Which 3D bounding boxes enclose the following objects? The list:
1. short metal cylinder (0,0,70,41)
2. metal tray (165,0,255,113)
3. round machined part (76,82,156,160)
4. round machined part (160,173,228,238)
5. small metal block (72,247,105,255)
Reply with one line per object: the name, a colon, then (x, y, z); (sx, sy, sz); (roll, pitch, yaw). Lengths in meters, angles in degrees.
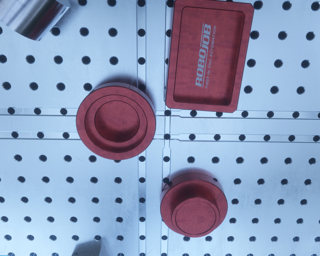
short metal cylinder: (-0.145, -0.140, 0.330); (0.080, 0.080, 0.050); (42, 105, -14)
metal tray: (0.056, -0.087, 0.379); (0.091, 0.030, 0.129); (4, 110, -2)
round machined part: (-0.054, -0.011, 0.399); (0.099, 0.042, 0.097); (0, 110, -1)
round machined part: (0.049, 0.118, 0.449); (0.099, 0.042, 0.097); (0, 110, -1)
small metal block: (-0.111, 0.225, 0.495); (0.050, 0.025, 0.050); (-16, 110, 5)
